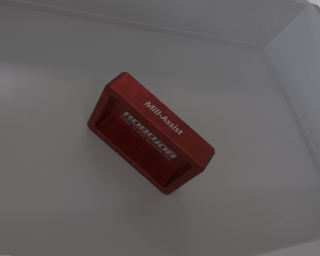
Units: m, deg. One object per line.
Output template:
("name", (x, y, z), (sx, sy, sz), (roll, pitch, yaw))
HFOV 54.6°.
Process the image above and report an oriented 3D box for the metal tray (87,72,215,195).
("metal tray", (-0.015, 0.011, 0.349), (0.130, 0.090, 0.030), (41, 51, 0))
